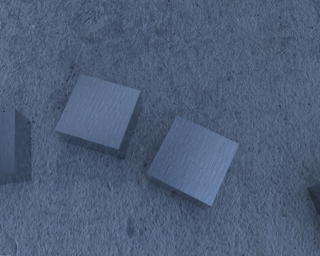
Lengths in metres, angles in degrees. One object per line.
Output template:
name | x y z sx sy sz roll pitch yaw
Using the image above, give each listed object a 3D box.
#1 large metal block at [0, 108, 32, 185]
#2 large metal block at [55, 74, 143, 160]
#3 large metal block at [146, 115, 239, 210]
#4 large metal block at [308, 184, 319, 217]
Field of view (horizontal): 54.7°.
large metal block | -0.210 0.027 0.383 0.081 0.050 0.080 -8 70 -3
large metal block | -0.074 -0.014 0.399 0.080 0.050 0.080 16 71 6
large metal block | 0.039 0.043 0.379 0.080 0.050 0.080 26 72 9
large metal block | 0.237 0.095 0.362 0.081 0.050 0.080 -13 71 -5
